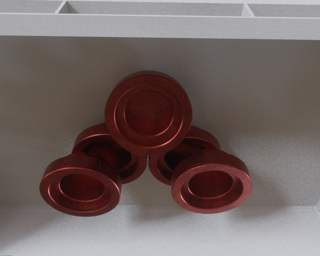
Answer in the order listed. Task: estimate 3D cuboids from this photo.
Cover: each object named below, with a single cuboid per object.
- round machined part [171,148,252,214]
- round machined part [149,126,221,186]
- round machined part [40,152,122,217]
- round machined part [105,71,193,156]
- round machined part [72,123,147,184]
[{"bbox_3d":[0.063,0.064,0.397,0.099,0.042,0.097,0,130,0],"label":"round machined part"},{"bbox_3d":[0.034,0.035,0.426,0.099,0.042,0.097,0,130,0],"label":"round machined part"},{"bbox_3d":[-0.098,0.069,0.399,0.099,0.042,0.097,0,130,0],"label":"round machined part"},{"bbox_3d":[-0.013,-0.020,0.366,0.099,0.042,0.097,-1,112,-1],"label":"round machined part"},{"bbox_3d":[-0.067,0.031,0.422,0.099,0.042,0.097,0,130,0],"label":"round machined part"}]
